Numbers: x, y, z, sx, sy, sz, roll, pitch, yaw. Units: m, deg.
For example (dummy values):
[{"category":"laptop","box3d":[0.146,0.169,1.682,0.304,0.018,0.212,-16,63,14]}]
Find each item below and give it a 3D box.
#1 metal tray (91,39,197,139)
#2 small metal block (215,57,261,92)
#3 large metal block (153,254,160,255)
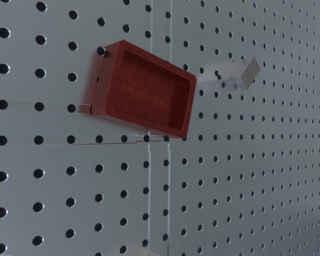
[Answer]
[{"category":"metal tray","box3d":[-0.014,-0.043,0.393,0.131,0.030,0.090,18,79,-39]},{"category":"small metal block","box3d":[0.125,-0.085,0.497,0.050,0.050,0.025,-53,121,-27]},{"category":"large metal block","box3d":[-0.011,0.221,0.384,0.081,0.050,0.080,-21,103,-38]}]
